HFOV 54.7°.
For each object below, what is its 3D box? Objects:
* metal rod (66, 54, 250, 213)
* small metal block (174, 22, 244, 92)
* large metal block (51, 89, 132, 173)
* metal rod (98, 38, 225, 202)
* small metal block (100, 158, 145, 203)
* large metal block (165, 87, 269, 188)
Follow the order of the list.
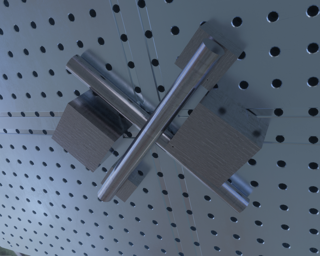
[{"bbox_3d":[-0.003,0.008,0.416,0.300,0.025,0.025,40,129,0],"label":"metal rod"},{"bbox_3d":[0.052,-0.077,0.337,0.050,0.025,0.050,39,129,1],"label":"small metal block"},{"bbox_3d":[-0.099,0.005,0.451,0.080,0.050,0.080,40,129,1],"label":"large metal block"},{"bbox_3d":[-0.017,0.013,0.395,0.025,0.025,0.298,39,129,2],"label":"metal rod"},{"bbox_3d":[-0.060,0.084,0.495,0.050,0.025,0.050,38,129,2],"label":"small metal block"},{"bbox_3d":[0.066,0.011,0.367,0.080,0.050,0.080,37,129,3],"label":"large metal block"}]
